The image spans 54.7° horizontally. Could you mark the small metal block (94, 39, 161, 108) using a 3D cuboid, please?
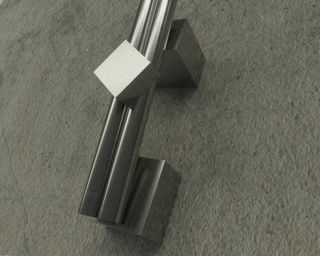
[{"bbox_3d":[-0.036,-0.059,0.335,0.050,0.025,0.050,-45,56,4],"label":"small metal block"}]

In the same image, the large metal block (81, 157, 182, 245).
[{"bbox_3d":[-0.031,0.078,0.356,0.080,0.050,0.080,5,64,30],"label":"large metal block"}]

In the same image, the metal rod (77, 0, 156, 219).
[{"bbox_3d":[-0.040,-0.049,0.362,0.025,0.025,0.299,3,70,29],"label":"metal rod"}]

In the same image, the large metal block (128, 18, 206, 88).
[{"bbox_3d":[0.008,-0.098,0.426,0.080,0.080,0.050,3,64,30],"label":"large metal block"}]

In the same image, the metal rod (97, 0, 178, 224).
[{"bbox_3d":[-0.017,-0.047,0.350,0.025,0.025,0.299,3,70,29],"label":"metal rod"}]
